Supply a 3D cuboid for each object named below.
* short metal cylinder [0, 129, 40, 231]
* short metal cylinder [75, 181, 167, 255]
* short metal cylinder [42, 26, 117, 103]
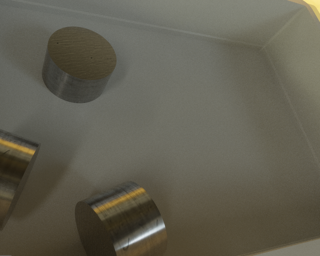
[{"bbox_3d":[-0.144,0.041,0.268,0.050,0.080,0.080,23,53,-15],"label":"short metal cylinder"},{"bbox_3d":[-0.038,0.097,0.292,0.050,0.080,0.080,-19,72,-36],"label":"short metal cylinder"},{"bbox_3d":[-0.100,-0.078,0.384,0.081,0.050,0.080,14,56,-21],"label":"short metal cylinder"}]
